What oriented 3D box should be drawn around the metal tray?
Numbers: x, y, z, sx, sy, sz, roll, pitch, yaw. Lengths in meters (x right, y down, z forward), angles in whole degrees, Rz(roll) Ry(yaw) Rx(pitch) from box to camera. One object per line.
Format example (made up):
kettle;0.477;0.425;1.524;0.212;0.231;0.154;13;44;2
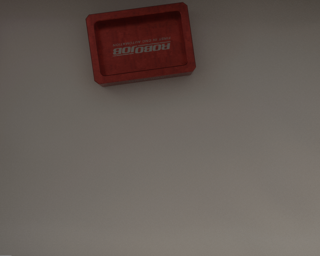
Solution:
metal tray;-0.024;-0.108;0.408;0.131;0.030;0.089;-8;90;-1
